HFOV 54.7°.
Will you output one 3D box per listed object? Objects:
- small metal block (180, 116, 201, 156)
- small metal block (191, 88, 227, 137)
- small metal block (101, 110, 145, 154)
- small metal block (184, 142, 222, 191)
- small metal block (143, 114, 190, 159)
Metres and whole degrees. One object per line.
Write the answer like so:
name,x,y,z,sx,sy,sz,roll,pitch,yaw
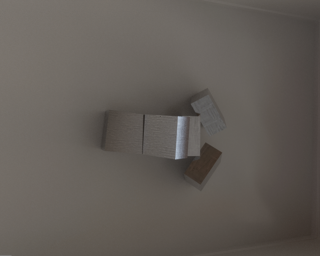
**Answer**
small metal block,0.030,0.010,0.408,0.025,0.050,0.050,1,90,-20
small metal block,0.066,-0.023,0.418,0.025,0.050,0.050,-28,102,15
small metal block,-0.045,0.005,0.392,0.050,0.025,0.050,7,88,-20
small metal block,0.058,0.053,0.416,0.025,0.050,0.050,32,76,18
small metal block,0.007,0.010,0.380,0.025,0.050,0.050,1,93,-52
